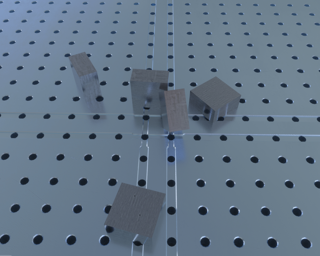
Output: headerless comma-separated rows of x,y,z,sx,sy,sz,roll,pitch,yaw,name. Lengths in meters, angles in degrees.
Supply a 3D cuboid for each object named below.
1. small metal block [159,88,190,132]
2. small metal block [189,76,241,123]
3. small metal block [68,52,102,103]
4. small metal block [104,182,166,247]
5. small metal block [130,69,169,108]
0.017,-0.023,0.398,0.025,0.050,0.050,-9,6,-7,small metal block
0.078,-0.041,0.443,0.050,0.025,0.050,-31,56,-23,small metal block
-0.109,-0.074,0.453,0.025,0.050,0.050,-22,54,-17,small metal block
-0.025,0.092,0.331,0.050,0.025,0.050,12,51,10,small metal block
-0.013,-0.055,0.438,0.050,0.050,0.025,4,50,3,small metal block
